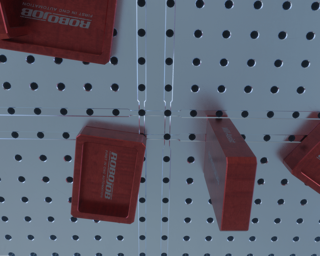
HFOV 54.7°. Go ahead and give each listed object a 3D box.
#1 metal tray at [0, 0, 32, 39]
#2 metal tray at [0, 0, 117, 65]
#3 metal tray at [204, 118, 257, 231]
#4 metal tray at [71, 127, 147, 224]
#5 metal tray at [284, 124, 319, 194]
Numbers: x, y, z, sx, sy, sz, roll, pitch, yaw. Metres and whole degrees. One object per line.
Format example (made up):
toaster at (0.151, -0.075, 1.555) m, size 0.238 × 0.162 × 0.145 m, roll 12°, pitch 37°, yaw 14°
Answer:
metal tray at (-0.171, -0.159, 0.315) m, size 0.030 × 0.090 × 0.129 m, roll -7°, pitch 110°, yaw -5°
metal tray at (-0.118, -0.128, 0.353) m, size 0.131 × 0.030 × 0.089 m, roll 7°, pitch 108°, yaw -10°
metal tray at (0.080, 0.049, 0.377) m, size 0.030 × 0.130 × 0.089 m, roll 0°, pitch 110°, yaw -1°
metal tray at (-0.073, 0.068, 0.434) m, size 0.091 × 0.030 × 0.129 m, roll 8°, pitch 110°, yaw -4°
metal tray at (0.255, 0.057, 0.435) m, size 0.130 × 0.030 × 0.090 m, roll 34°, pitch 106°, yaw -12°
